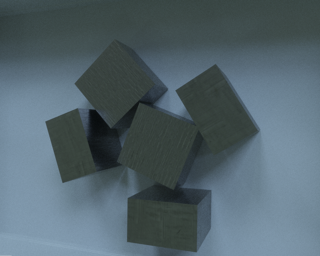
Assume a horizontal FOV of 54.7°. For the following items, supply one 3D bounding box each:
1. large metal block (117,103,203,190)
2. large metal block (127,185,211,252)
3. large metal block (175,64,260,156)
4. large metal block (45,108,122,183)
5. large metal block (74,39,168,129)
[{"bbox_3d":[0.004,0.021,0.394,0.080,0.050,0.080,24,98,18],"label":"large metal block"},{"bbox_3d":[0.015,0.105,0.375,0.080,0.080,0.050,1,91,19],"label":"large metal block"},{"bbox_3d":[0.070,-0.019,0.354,0.050,0.080,0.080,-32,80,17],"label":"large metal block"},{"bbox_3d":[-0.095,0.021,0.412,0.050,0.080,0.080,-20,84,19],"label":"large metal block"},{"bbox_3d":[-0.051,-0.056,0.412,0.080,0.050,0.080,-44,77,14],"label":"large metal block"}]
